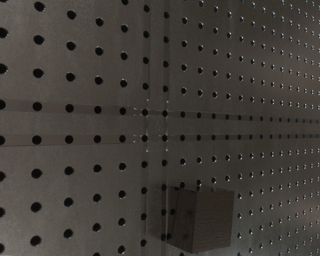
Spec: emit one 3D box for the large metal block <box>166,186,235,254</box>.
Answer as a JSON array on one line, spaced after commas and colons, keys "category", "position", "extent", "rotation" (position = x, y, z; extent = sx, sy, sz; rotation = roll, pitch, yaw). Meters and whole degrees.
[{"category": "large metal block", "position": [0.059, 0.127, 0.446], "extent": [0.081, 0.050, 0.080], "rotation": [9, 84, -40]}]
